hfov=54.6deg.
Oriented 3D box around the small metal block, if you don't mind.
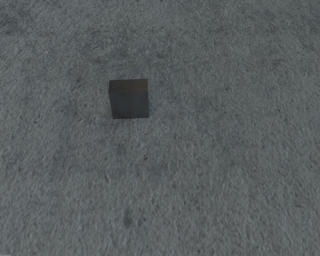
[{"bbox_3d":[-0.041,-0.039,0.420,0.050,0.050,0.025,-3,50,-2],"label":"small metal block"}]
